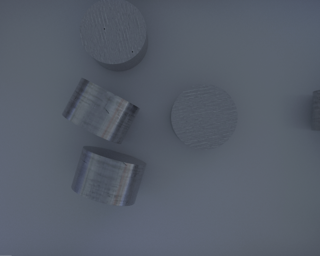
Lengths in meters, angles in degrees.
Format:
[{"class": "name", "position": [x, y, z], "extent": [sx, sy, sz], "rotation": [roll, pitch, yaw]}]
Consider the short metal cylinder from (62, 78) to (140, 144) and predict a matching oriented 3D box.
[{"class": "short metal cylinder", "position": [-0.072, -0.021, 0.383], "extent": [0.080, 0.080, 0.050], "rotation": [28, 90, 0]}]

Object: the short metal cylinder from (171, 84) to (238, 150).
[{"class": "short metal cylinder", "position": [0.054, -0.014, 0.399], "extent": [0.081, 0.050, 0.080], "rotation": [0, 90, 0]}]

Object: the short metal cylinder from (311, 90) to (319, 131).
[{"class": "short metal cylinder", "position": [0.234, -0.020, 0.385], "extent": [0.081, 0.080, 0.050], "rotation": [2, 90, 0]}]

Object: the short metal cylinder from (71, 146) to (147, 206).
[{"class": "short metal cylinder", "position": [-0.062, 0.058, 0.383], "extent": [0.080, 0.080, 0.050], "rotation": [16, 90, 0]}]

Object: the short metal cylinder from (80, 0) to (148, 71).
[{"class": "short metal cylinder", "position": [-0.057, -0.117, 0.398], "extent": [0.081, 0.050, 0.080], "rotation": [0, 90, 0]}]
